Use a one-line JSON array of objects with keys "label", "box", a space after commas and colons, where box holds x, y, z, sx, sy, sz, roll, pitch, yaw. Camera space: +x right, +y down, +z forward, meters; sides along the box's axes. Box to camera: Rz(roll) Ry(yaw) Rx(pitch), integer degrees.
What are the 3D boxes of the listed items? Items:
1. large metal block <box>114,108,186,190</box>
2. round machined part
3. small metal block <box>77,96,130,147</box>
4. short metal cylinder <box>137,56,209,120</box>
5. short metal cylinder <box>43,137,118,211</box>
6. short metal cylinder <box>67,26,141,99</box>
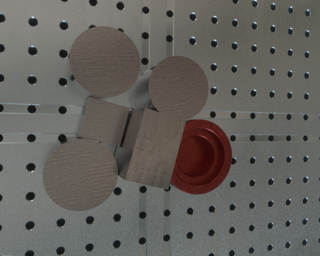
[{"label": "large metal block", "box": [-0.017, 0.023, 0.374, 0.050, 0.080, 0.080, 17, 85, -19]}, {"label": "round machined part", "box": [0.044, 0.037, 0.420, 0.099, 0.042, 0.097, 0, 90, -20]}, {"label": "small metal block", "box": [-0.071, -0.007, 0.386, 0.050, 0.025, 0.050, 16, 85, -20]}, {"label": "short metal cylinder", "box": [0.016, -0.049, 0.405, 0.081, 0.050, 0.080, 0, 90, -20]}, {"label": "short metal cylinder", "box": [-0.094, 0.051, 0.364, 0.081, 0.050, 0.080, 0, 90, -20]}, {"label": "short metal cylinder", "box": [-0.069, -0.075, 0.373, 0.081, 0.050, 0.080, 0, 90, -20]}]
